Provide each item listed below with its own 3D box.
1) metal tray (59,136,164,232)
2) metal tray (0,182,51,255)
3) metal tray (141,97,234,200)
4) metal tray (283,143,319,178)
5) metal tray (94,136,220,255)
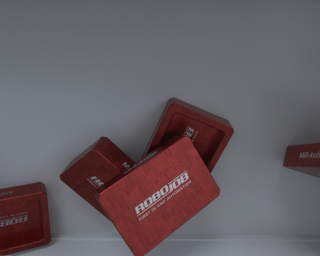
[{"bbox_3d":[-0.059,0.081,0.420,0.130,0.030,0.090,44,126,-14],"label":"metal tray"},{"bbox_3d":[-0.223,0.131,0.426,0.131,0.030,0.089,-7,112,-25],"label":"metal tray"},{"bbox_3d":[0.029,0.035,0.421,0.090,0.030,0.129,22,108,-8],"label":"metal tray"},{"bbox_3d":[0.223,0.046,0.373,0.091,0.130,0.030,17,82,-4],"label":"metal tray"},{"bbox_3d":[-0.001,0.079,0.378,0.131,0.030,0.090,-33,100,-18],"label":"metal tray"}]
